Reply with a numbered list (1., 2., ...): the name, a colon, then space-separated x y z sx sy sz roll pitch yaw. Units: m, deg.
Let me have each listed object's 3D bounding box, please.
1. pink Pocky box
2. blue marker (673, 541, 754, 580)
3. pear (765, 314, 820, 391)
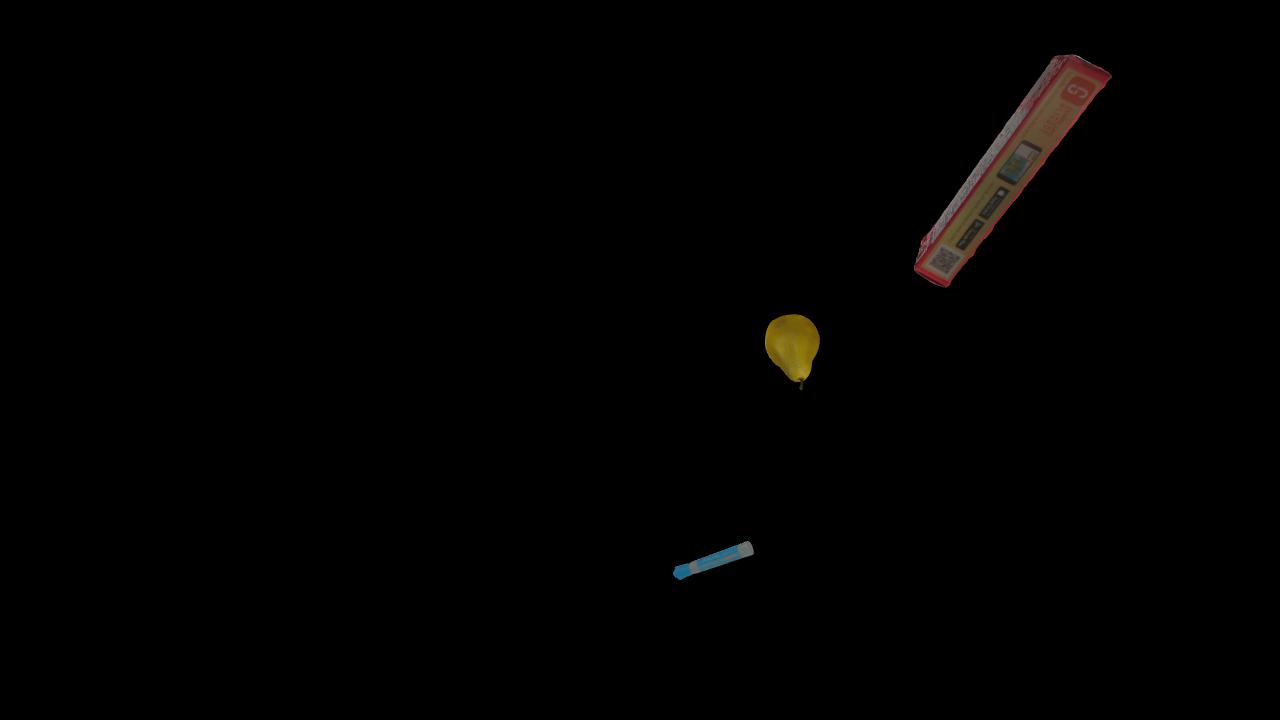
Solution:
1. pink Pocky box: 0.252 -0.130 0.431 0.029 0.155 0.084 33 34 11
2. blue marker: 0.098 0.277 0.845 0.121 0.020 0.020 -28 -11 22
3. pear: 0.213 -0.005 0.839 0.080 0.111 0.080 -7 -24 -3
